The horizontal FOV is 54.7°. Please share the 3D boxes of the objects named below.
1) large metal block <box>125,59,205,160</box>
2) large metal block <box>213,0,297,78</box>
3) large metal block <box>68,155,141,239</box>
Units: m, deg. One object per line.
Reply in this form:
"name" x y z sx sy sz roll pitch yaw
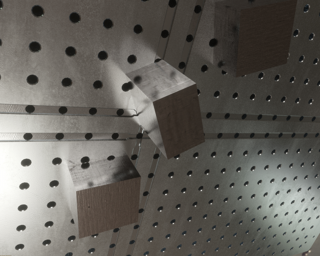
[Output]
"large metal block" 0.006 -0.024 0.366 0.050 0.080 0.080 -25 128 -14
"large metal block" 0.116 -0.118 0.388 0.081 0.050 0.079 -18 126 -19
"large metal block" -0.074 0.089 0.411 0.081 0.050 0.079 -9 123 -24
